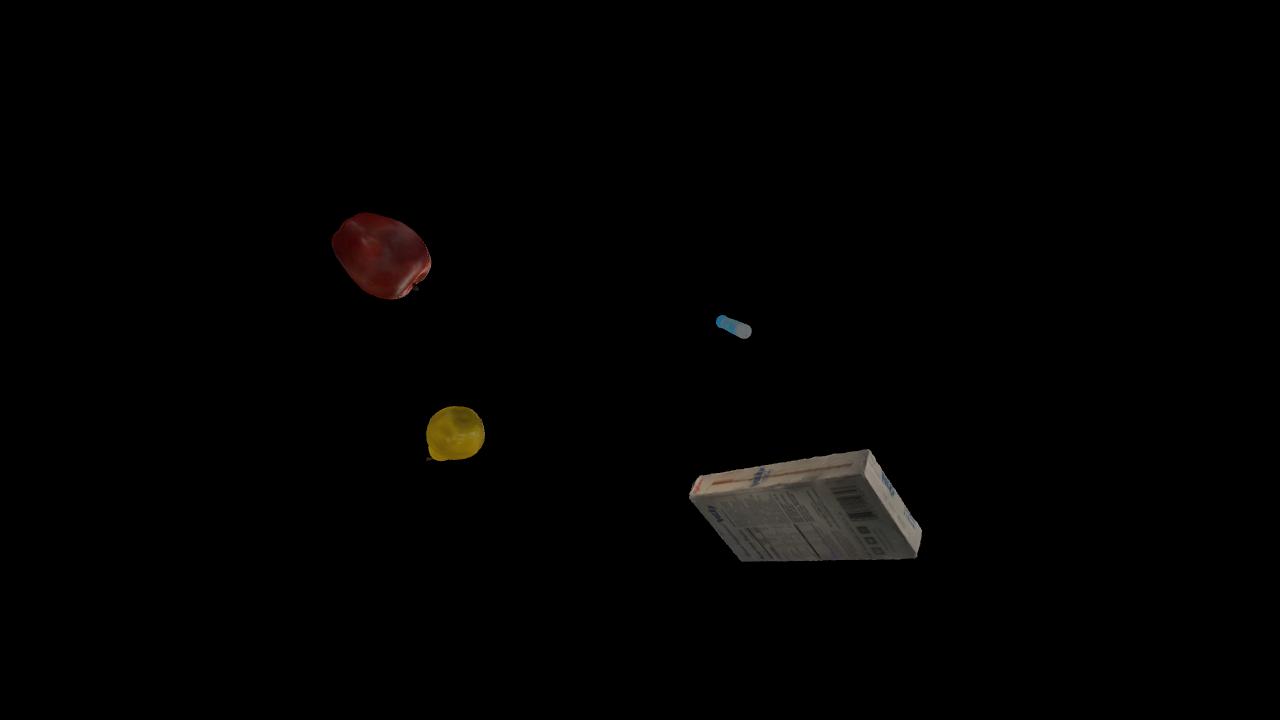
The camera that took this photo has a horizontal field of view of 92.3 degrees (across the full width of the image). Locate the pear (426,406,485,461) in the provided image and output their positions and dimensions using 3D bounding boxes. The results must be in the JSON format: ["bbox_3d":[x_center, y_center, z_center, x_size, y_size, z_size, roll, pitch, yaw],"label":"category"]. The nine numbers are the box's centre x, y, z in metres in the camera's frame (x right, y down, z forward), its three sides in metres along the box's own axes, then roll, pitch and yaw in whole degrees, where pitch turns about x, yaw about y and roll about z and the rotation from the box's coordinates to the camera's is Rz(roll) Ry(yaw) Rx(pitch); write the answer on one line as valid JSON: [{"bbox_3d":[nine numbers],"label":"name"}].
[{"bbox_3d":[-0.267,0.118,0.871,0.080,0.080,0.111,0,-40,-37],"label":"pear"}]

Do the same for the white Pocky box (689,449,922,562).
[{"bbox_3d":[0.119,0.116,0.465,0.154,0.084,0.028,-20,25,43],"label":"white Pocky box"}]

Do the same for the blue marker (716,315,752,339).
[{"bbox_3d":[0.123,-0.046,0.823,0.020,0.020,0.121,0,10,-6],"label":"blue marker"}]

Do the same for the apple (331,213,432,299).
[{"bbox_3d":[-0.256,-0.103,0.615,0.093,0.079,0.079,41,-6,-7],"label":"apple"}]
